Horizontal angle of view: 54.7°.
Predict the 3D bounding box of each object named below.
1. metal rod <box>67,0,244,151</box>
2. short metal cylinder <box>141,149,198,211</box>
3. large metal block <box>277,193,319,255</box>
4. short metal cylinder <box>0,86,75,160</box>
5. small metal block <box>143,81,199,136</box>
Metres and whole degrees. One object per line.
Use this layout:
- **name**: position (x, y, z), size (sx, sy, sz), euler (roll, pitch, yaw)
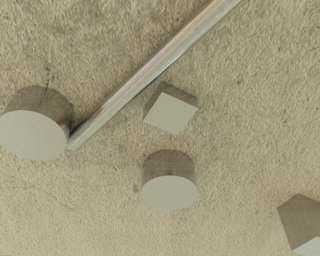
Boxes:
- **metal rod**: position (-0.016, -0.062, 0.354), size (0.025, 0.025, 0.299), euler (36, 121, -27)
- **short metal cylinder**: position (0.013, 0.077, 0.457), size (0.081, 0.050, 0.079), euler (0, 130, 0)
- **large metal block**: position (0.255, 0.167, 0.517), size (0.080, 0.080, 0.050), euler (24, 126, -19)
- **short metal cylinder**: position (-0.152, -0.005, 0.384), size (0.081, 0.050, 0.079), euler (0, 130, 0)
- **small metal block**: position (0.012, -0.024, 0.387), size (0.050, 0.025, 0.050), euler (22, 127, -19)
